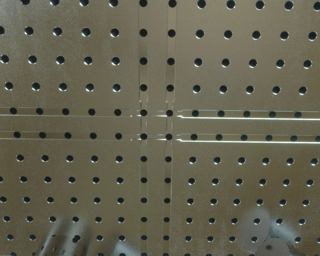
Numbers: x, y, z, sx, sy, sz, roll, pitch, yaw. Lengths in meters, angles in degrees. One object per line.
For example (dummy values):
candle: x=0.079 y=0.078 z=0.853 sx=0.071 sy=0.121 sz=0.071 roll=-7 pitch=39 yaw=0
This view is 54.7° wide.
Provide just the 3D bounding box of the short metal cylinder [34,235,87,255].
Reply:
short metal cylinder: x=-0.158 y=0.215 z=0.478 sx=0.081 sy=0.050 sz=0.079 roll=0 pitch=110 yaw=0

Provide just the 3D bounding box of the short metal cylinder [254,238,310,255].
short metal cylinder: x=0.184 y=0.214 z=0.464 sx=0.050 sy=0.080 sz=0.080 roll=31 pitch=107 yaw=-11
